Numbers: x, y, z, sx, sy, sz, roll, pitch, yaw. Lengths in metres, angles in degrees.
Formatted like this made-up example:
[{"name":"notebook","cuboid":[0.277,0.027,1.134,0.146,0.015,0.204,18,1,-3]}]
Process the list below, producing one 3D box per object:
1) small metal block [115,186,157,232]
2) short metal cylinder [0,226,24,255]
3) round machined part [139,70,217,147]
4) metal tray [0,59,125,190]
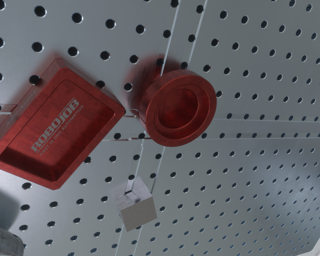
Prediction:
[{"name":"small metal block","cuboid":[-0.035,0.122,0.467,0.050,0.025,0.050,-21,127,-16]},{"name":"short metal cylinder","cuboid":[-0.208,0.152,0.356,0.080,0.080,0.050,-38,129,-3]},{"name":"round machined part","cuboid":[0.019,-0.028,0.393,0.099,0.042,0.097,-14,124,-21]},{"name":"metal tray","cuboid":[-0.114,0.001,0.345,0.130,0.030,0.090,-48,129,6]}]
